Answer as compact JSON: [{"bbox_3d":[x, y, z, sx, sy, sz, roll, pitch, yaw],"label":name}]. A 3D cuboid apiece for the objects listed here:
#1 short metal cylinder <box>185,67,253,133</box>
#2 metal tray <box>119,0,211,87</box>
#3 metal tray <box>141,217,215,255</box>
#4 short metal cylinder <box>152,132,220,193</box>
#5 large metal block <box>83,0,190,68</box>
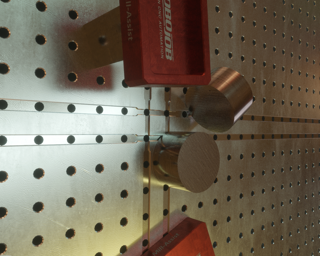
[{"bbox_3d":[0.084,-0.040,0.443,0.050,0.080,0.080,-41,115,-32],"label":"short metal cylinder"},{"bbox_3d":[0.007,-0.106,0.306,0.091,0.030,0.129,-6,94,-40],"label":"metal tray"},{"bbox_3d":[0.021,0.196,0.424,0.131,0.030,0.089,-28,107,-37],"label":"metal tray"},{"bbox_3d":[0.036,0.045,0.423,0.081,0.050,0.079,0,90,-40],"label":"short metal cylinder"},{"bbox_3d":[-0.026,-0.106,0.351,0.081,0.080,0.050,-24,105,-38],"label":"large metal block"}]
